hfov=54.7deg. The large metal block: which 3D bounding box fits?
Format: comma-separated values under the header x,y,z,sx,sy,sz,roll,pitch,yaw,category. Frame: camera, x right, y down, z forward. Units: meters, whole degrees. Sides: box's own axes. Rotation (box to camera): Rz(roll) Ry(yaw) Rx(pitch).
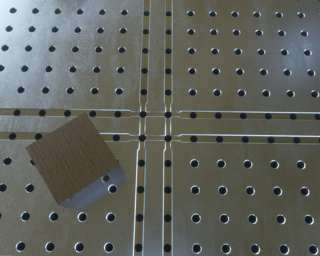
x,y,z,sx,sy,sz,roll,pitch,yaw,category
-0.102,0.041,0.382,0.080,0.050,0.080,-33,74,-12,large metal block
